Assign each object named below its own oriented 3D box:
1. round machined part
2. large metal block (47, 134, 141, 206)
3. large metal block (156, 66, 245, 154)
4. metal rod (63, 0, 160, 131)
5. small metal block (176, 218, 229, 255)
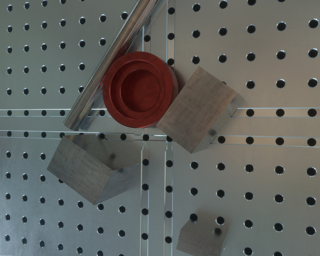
[{"bbox_3d":[-0.023,-0.049,0.411,0.098,0.042,0.097,0,90,19],"label":"round machined part"},{"bbox_3d":[-0.085,0.051,0.413,0.080,0.080,0.050,32,100,17],"label":"large metal block"},{"bbox_3d":[0.051,-0.019,0.365,0.050,0.080,0.080,39,102,16],"label":"large metal block"},{"bbox_3d":[-0.049,-0.123,0.429,0.025,0.025,0.299,38,102,16],"label":"metal rod"},{"bbox_3d":[0.053,0.137,0.380,0.050,0.050,0.025,13,95,19],"label":"small metal block"}]
